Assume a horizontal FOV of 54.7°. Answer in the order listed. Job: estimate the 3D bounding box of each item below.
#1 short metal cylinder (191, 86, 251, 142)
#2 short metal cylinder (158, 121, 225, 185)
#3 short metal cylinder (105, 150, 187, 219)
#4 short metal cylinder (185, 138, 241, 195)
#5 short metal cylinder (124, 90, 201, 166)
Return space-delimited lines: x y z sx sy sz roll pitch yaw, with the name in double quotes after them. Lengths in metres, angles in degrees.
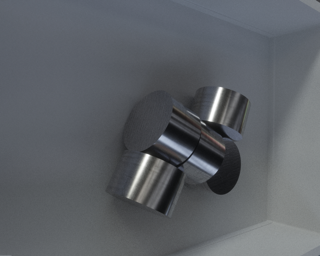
0.083 -0.018 0.441 0.080 0.080 0.050 29 72 -37 "short metal cylinder"
0.036 0.027 0.402 0.050 0.080 0.080 34 69 -36 "short metal cylinder"
-0.016 0.065 0.358 0.080 0.080 0.050 36 68 -35 "short metal cylinder"
0.073 0.053 0.452 0.081 0.050 0.079 0 90 -40 "short metal cylinder"
0.002 0.002 0.372 0.050 0.080 0.080 32 70 -36 "short metal cylinder"
